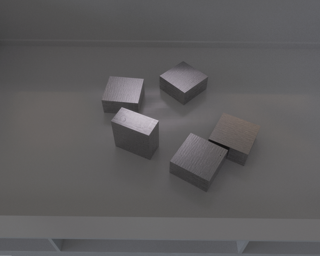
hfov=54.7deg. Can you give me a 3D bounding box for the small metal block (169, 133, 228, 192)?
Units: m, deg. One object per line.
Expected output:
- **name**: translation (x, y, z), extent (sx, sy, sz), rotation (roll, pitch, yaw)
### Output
- **small metal block**: translation (0.046, 0.040, 0.371), extent (0.050, 0.025, 0.050), rotation (26, 55, 20)

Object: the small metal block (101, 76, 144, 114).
- **small metal block**: translation (-0.051, -0.047, 0.444), extent (0.050, 0.025, 0.050), rotation (5, 50, 4)

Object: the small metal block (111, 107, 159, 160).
- **small metal block**: translation (-0.029, 0.007, 0.382), extent (0.050, 0.050, 0.025), rotation (20, 53, 16)

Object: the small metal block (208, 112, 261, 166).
- **small metal block**: translation (0.093, 0.013, 0.394), extent (0.050, 0.025, 0.050), rotation (22, 53, 18)

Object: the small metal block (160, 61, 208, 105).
- **small metal block**: translation (0.035, -0.068, 0.462), extent (0.050, 0.025, 0.050), rotation (-36, 59, -27)
